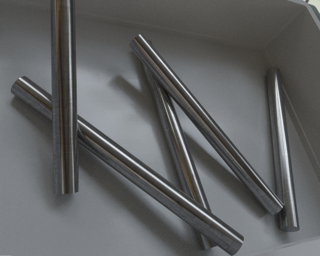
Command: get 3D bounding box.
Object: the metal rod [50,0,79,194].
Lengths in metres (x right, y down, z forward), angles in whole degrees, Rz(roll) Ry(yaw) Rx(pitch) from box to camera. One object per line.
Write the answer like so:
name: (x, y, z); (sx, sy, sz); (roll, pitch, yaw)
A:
metal rod: (-0.101, -0.083, 0.325); (0.025, 0.025, 0.298); (0, 86, -29)

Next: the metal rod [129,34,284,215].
metal rod: (0.063, -0.004, 0.422); (0.300, 0.025, 0.025); (50, 51, -2)

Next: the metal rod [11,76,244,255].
metal rod: (-0.038, 0.040, 0.344); (0.301, 0.025, 0.025); (36, 51, 2)

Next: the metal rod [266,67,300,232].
metal rod: (0.195, 0.015, 0.504); (0.025, 0.025, 0.300); (21, 54, -16)

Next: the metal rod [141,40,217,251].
metal rod: (0.018, 0.006, 0.413); (0.025, 0.025, 0.299); (-4, 64, -30)
